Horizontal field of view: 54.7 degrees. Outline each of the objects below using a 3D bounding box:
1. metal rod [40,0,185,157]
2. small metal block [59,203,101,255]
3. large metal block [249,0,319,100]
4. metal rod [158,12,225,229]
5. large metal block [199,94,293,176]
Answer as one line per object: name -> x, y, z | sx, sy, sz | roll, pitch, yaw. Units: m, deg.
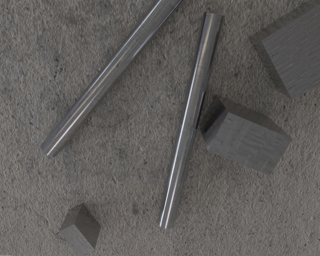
metal rod -> -0.053, -0.076, 0.381 | 0.025, 0.025, 0.299 | 39, 105, -13
small metal block -> -0.114, 0.147, 0.449 | 0.025, 0.050, 0.050 | -28, 108, 10
large metal block -> 0.165, -0.093, 0.364 | 0.080, 0.050, 0.080 | -31, 107, 11
metal rod -> 0.036, 0.005, 0.411 | 0.025, 0.025, 0.298 | 10, 110, -4
large metal block -> 0.100, 0.005, 0.383 | 0.080, 0.080, 0.050 | 22, 109, -8
